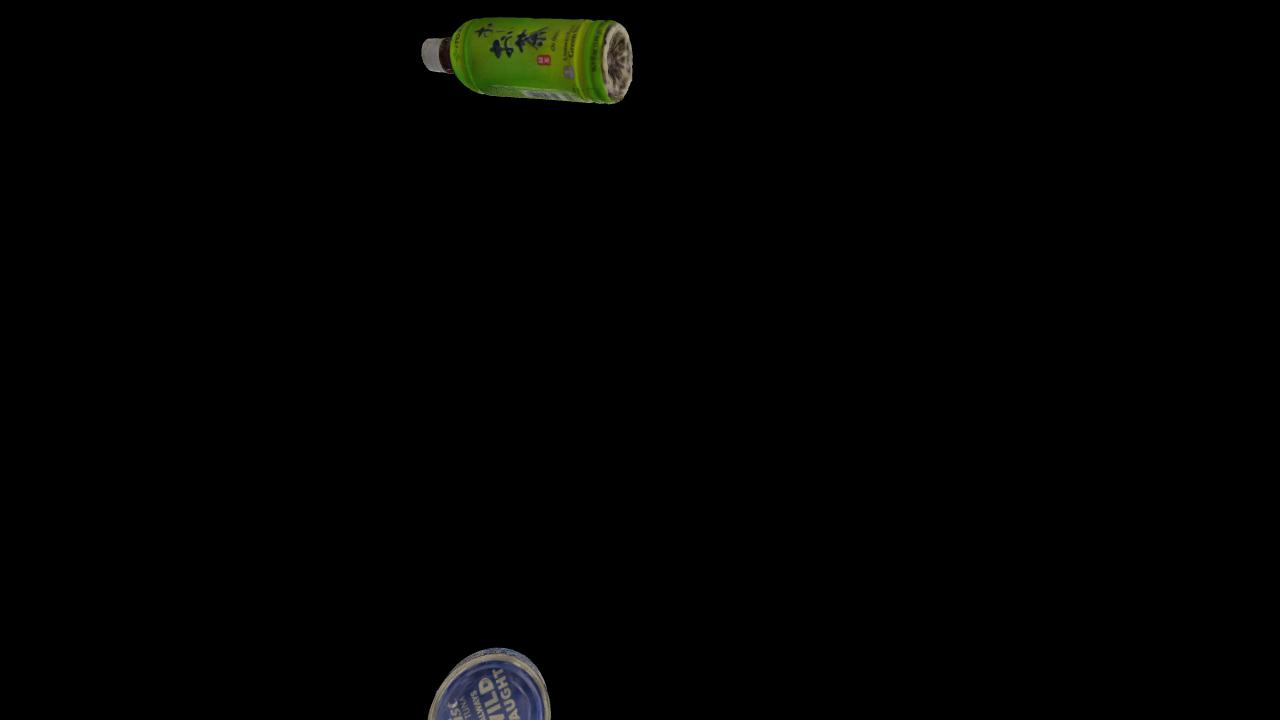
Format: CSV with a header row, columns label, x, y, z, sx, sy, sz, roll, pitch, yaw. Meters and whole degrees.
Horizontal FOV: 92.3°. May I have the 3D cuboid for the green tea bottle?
label,x,y,z,sx,sy,sz,roll,pitch,yaw
green tea bottle,-0.115,-0.287,0.589,0.212,0.073,0.073,10,3,19

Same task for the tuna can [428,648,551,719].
label,x,y,z,sx,sy,sz,roll,pitch,yaw
tuna can,-0.107,0.254,0.443,0.084,0.084,0.034,0,-15,-11
